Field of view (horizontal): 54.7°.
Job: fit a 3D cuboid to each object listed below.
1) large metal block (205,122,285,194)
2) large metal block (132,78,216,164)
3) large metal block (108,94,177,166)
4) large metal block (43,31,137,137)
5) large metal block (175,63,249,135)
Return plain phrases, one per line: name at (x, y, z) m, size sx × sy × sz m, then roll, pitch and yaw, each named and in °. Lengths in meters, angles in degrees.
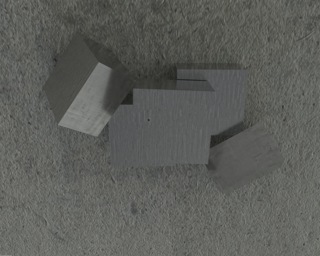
large metal block at (0.105, 0.042, 0.392) m, size 0.080 × 0.080 × 0.050 m, roll -29°, pitch 70°, yaw 10°
large metal block at (0.012, -0.008, 0.339) m, size 0.081 × 0.050 × 0.079 m, roll 2°, pitch 110°, yaw -1°
large metal block at (-0.021, 0.002, 0.396) m, size 0.081 × 0.050 × 0.079 m, roll 0°, pitch 110°, yaw -1°
large metal block at (-0.084, -0.050, 0.355) m, size 0.050 × 0.080 × 0.080 m, roll 22°, pitch 112°, yaw -43°
large metal block at (0.059, -0.037, 0.385) m, size 0.081 × 0.050 × 0.079 m, roll 0°, pitch 110°, yaw -1°
